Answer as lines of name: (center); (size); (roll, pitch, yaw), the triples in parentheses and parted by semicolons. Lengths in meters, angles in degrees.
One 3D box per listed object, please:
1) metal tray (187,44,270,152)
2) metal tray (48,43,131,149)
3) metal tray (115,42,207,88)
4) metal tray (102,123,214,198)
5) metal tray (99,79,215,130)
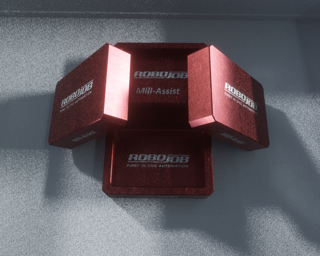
metal tray: (0.085, -0.030, 0.370); (0.030, 0.131, 0.090); (-17, 64, 40)
metal tray: (-0.087, -0.032, 0.370); (0.030, 0.130, 0.090); (18, 64, -39)
metal tray: (0.002, -0.073, 0.431); (0.131, 0.030, 0.090); (0, 70, -1)
metal tray: (-0.002, 0.041, 0.388); (0.131, 0.030, 0.090); (1, 70, -1)
metal tray: (-0.003, -0.026, 0.383); (0.131, 0.090, 0.030); (1, 70, -1)
